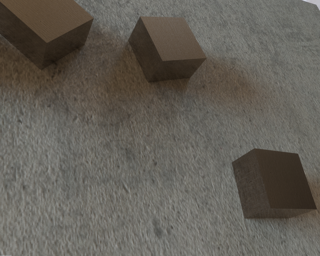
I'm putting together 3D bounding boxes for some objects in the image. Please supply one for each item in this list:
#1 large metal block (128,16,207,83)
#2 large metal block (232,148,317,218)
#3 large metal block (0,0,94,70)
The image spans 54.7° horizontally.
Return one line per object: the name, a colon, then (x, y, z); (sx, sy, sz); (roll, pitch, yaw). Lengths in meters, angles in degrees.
large metal block: (0.010, -0.119, 0.468); (0.081, 0.050, 0.080); (-12, 68, -34)
large metal block: (0.154, 0.078, 0.426); (0.081, 0.050, 0.080); (8, 58, -25)
large metal block: (-0.146, -0.133, 0.391); (0.080, 0.050, 0.080); (42, 51, 0)
